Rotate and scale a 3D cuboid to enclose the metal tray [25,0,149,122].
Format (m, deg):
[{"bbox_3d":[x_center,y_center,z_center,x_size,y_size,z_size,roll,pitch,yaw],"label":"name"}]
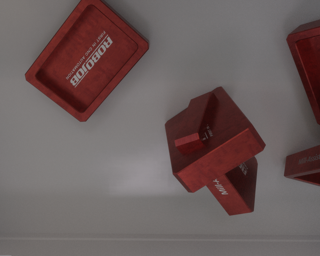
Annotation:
[{"bbox_3d":[-0.087,-0.083,0.377,0.090,0.030,0.130,40,105,-14],"label":"metal tray"}]

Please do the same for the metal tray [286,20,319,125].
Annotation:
[{"bbox_3d":[0.212,-0.063,0.355,0.030,0.090,0.130,-39,110,-27],"label":"metal tray"}]

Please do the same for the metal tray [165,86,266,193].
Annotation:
[{"bbox_3d":[0.054,0.006,0.357,0.090,0.130,0.030,-34,112,12],"label":"metal tray"}]

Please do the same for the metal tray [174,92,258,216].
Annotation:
[{"bbox_3d":[0.075,0.032,0.379,0.030,0.090,0.130,-21,118,34],"label":"metal tray"}]

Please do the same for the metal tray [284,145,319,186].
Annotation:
[{"bbox_3d":[0.224,0.049,0.375,0.091,0.130,0.030,15,74,-2],"label":"metal tray"}]
